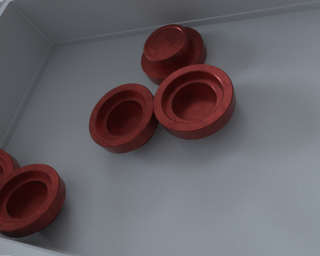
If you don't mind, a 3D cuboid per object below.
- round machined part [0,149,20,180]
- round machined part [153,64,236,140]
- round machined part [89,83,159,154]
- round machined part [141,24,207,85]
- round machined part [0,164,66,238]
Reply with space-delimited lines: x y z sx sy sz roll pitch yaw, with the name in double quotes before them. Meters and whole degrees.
"round machined part" -0.255 0.082 0.464 0.099 0.042 0.098 -3 63 6
"round machined part" 0.045 -0.028 0.385 0.098 0.042 0.098 -11 57 17
"round machined part" -0.044 -0.009 0.422 0.098 0.042 0.098 -13 56 20
"round machined part" 0.015 -0.113 0.455 0.098 0.042 0.098 -13 56 20
"round machined part" -0.171 0.099 0.411 0.098 0.042 0.098 -8 46 9
